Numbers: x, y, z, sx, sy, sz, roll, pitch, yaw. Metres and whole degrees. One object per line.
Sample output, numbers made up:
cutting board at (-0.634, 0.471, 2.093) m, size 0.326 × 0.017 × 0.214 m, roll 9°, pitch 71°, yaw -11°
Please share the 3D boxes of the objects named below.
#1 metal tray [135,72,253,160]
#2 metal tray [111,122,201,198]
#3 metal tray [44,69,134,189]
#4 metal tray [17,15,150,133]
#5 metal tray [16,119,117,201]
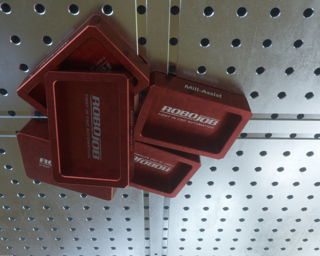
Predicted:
metal tray at (0.038, -0.012, 0.397) m, size 0.131 × 0.030 × 0.089 m, roll 14°, pitch 129°, yaw -12°
metal tray at (-0.018, 0.050, 0.449) m, size 0.131 × 0.030 × 0.089 m, roll 20°, pitch 128°, yaw -16°
metal tray at (-0.077, 0.001, 0.352) m, size 0.090 × 0.030 × 0.129 m, roll 3°, pitch 106°, yaw 6°
metal tray at (-0.087, -0.054, 0.360) m, size 0.130 × 0.030 × 0.090 m, roll -32°, pitch 123°, yaw 24°
metal tray at (-0.121, 0.045, 0.423) m, size 0.131 × 0.030 × 0.089 m, roll 14°, pitch 131°, yaw 6°
